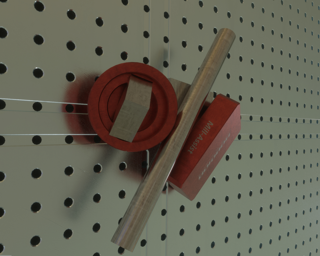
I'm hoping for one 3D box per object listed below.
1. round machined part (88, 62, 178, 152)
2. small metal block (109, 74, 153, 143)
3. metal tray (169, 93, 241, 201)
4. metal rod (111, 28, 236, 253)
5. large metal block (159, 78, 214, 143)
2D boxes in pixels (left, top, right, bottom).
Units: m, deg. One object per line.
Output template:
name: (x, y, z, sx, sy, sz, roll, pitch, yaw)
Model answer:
round machined part: (-0.033, -0.023, 0.355, 0.099, 0.042, 0.097, -1, 93, -15)
small metal block: (-0.031, -0.022, 0.332, 0.025, 0.050, 0.050, 21, 37, -13)
metal tray: (0.061, 0.029, 0.415, 0.130, 0.030, 0.090, -53, 154, -11)
metal rod: (0.026, -0.003, 0.368, 0.025, 0.025, 0.300, 42, 64, -32)
large metal block: (0.022, -0.015, 0.413, 0.081, 0.050, 0.080, 12, 83, -40)
